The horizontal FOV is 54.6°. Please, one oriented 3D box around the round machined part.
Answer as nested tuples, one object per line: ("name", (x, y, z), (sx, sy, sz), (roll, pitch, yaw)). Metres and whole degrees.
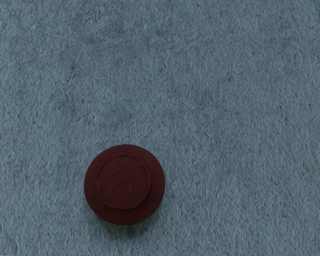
("round machined part", (-0.043, 0.066, 0.375), (0.099, 0.042, 0.098), (0, 70, 0))
